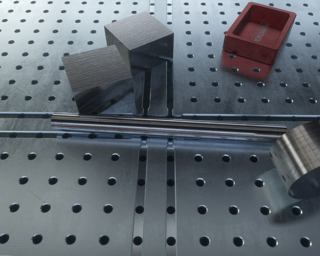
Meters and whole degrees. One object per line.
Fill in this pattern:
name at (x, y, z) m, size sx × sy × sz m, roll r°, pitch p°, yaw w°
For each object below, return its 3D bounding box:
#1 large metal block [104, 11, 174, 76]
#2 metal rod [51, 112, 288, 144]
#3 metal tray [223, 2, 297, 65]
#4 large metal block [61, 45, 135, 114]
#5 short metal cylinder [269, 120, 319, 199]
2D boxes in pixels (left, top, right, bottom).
large metal block at (-0.034, -0.141, 0.509) m, size 0.081 × 0.050 × 0.080 m, roll -28°, pitch 56°, yaw -22°
metal rod at (0.010, 0.000, 0.407) m, size 0.302 × 0.025 × 0.025 m, roll 3°, pitch 50°, yaw 2°
metal tray at (0.178, -0.172, 0.549) m, size 0.090 × 0.030 × 0.130 m, roll 23°, pitch 54°, yaw 18°
large metal block at (-0.089, -0.069, 0.449) m, size 0.081 × 0.050 × 0.080 m, roll -18°, pitch 52°, yaw -14°
short metal cylinder at (0.170, 0.037, 0.342) m, size 0.081 × 0.080 × 0.050 m, roll -8°, pitch 51°, yaw -7°
